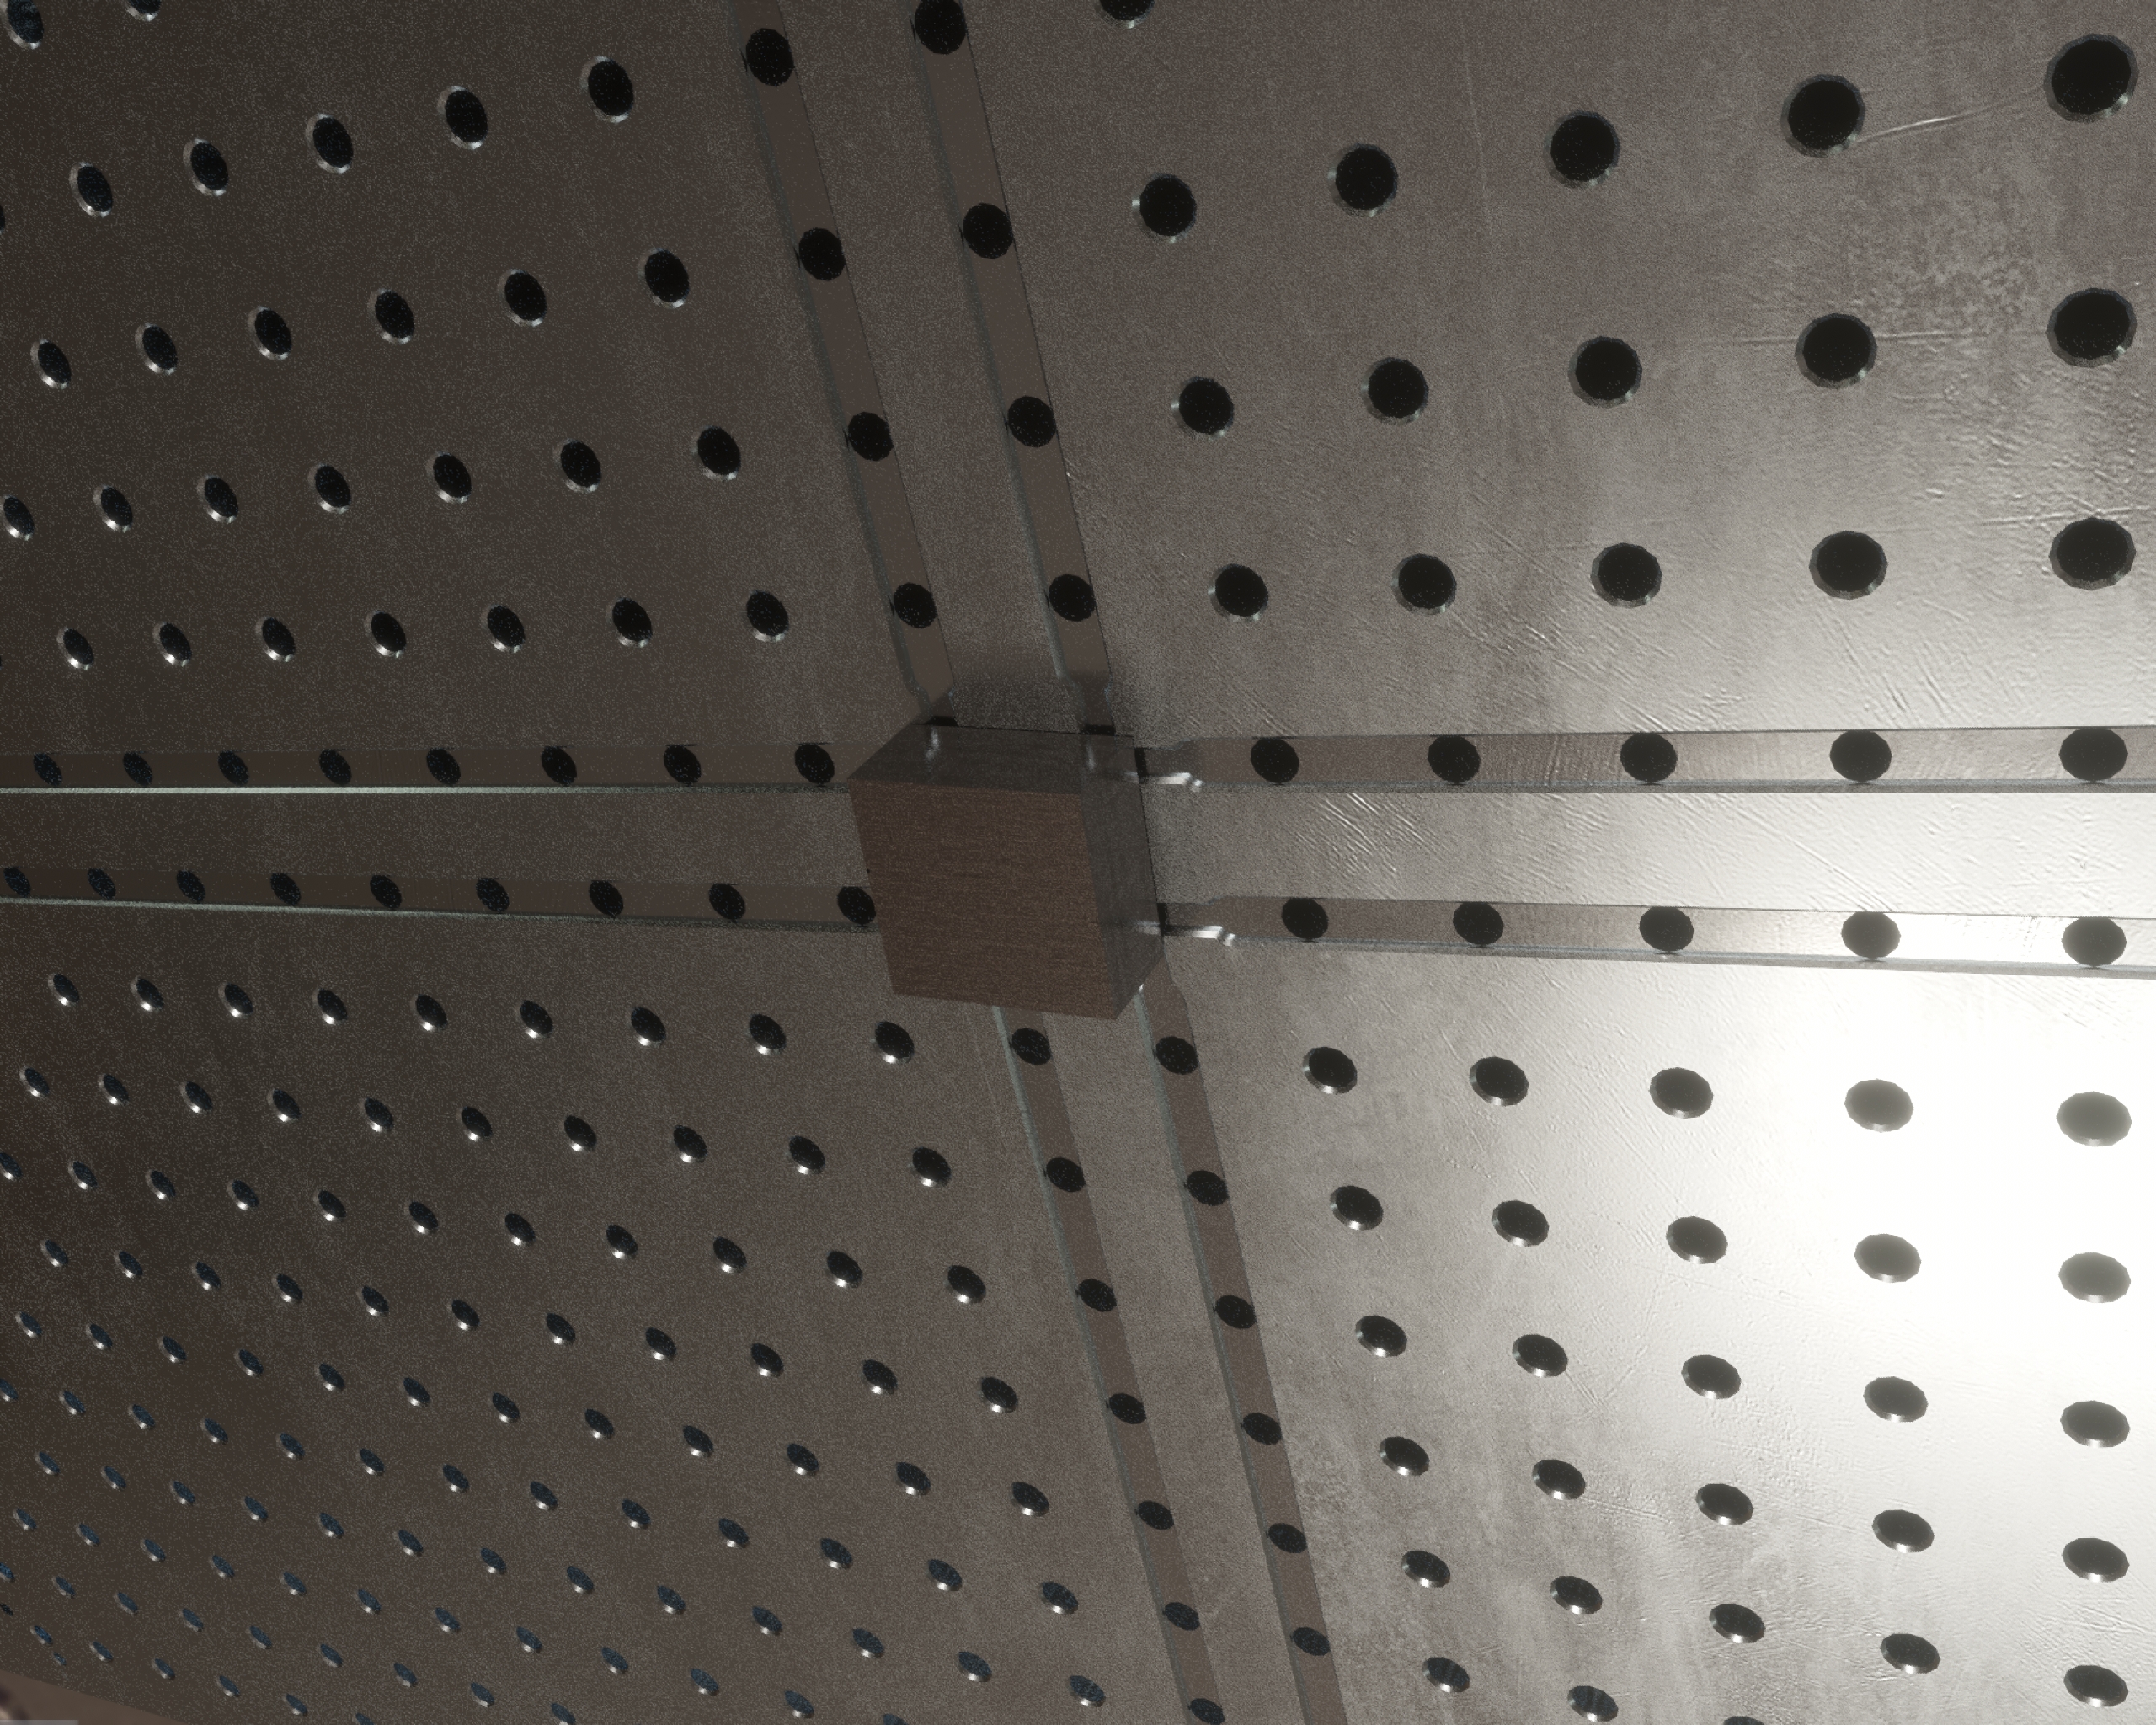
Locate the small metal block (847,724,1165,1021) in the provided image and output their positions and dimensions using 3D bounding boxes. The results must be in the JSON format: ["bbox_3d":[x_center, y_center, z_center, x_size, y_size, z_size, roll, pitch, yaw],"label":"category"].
[{"bbox_3d":[-0.014,0.001,0.417,0.050,0.025,0.050,5,121,25],"label":"small metal block"}]
